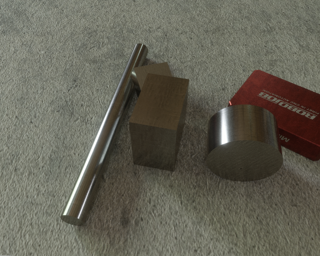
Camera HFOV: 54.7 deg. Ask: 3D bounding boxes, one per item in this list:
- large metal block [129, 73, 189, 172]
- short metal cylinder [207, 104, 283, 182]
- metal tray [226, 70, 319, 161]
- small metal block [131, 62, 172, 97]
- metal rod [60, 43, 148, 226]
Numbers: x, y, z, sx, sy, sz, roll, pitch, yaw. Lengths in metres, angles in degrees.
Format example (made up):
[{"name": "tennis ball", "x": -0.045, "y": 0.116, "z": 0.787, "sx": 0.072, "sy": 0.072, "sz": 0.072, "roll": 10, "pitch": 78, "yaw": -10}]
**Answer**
[{"name": "large metal block", "x": 0.001, "y": -0.006, "z": 0.373, "sx": 0.050, "sy": 0.080, "sz": 0.080, "roll": 10, "pitch": 51, "yaw": 8}, {"name": "short metal cylinder", "x": 0.094, "y": 0.019, "z": 0.353, "sx": 0.080, "sy": 0.080, "sz": 0.050, "roll": 6, "pitch": 50, "yaw": 4}, {"name": "metal tray", "x": 0.169, "y": -0.022, "z": 0.421, "sx": 0.130, "sy": 0.030, "sz": 0.090, "roll": 29, "pitch": 55, "yaw": 21}, {"name": "small metal block", "x": -0.008, "y": -0.062, "z": 0.440, "sx": 0.050, "sy": 0.025, "sz": 0.050, "roll": -14, "pitch": 77, "yaw": -18}, {"name": "metal rod", "x": -0.061, "y": -0.016, "z": 0.416, "sx": 0.025, "sy": 0.025, "sz": 0.300, "roll": 9, "pitch": 50, "yaw": 7}]
